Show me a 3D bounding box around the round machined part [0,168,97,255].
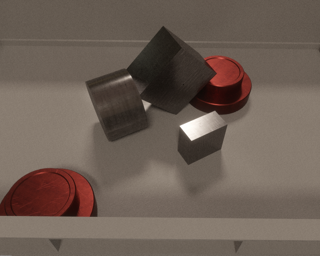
[{"bbox_3d":[-0.118,0.081,0.320,0.099,0.042,0.098,0,46,0],"label":"round machined part"}]

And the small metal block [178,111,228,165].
[{"bbox_3d":[0.051,0.013,0.379,0.050,0.050,0.025,-23,54,-19],"label":"small metal block"}]

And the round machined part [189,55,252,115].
[{"bbox_3d":[0.085,-0.069,0.453,0.099,0.042,0.098,0,50,0],"label":"round machined part"}]

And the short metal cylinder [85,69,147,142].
[{"bbox_3d":[-0.055,-0.029,0.391,0.050,0.080,0.080,-22,54,-13],"label":"short metal cylinder"}]

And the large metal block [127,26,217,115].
[{"bbox_3d":[0.014,-0.072,0.409,0.080,0.080,0.050,-46,52,20],"label":"large metal block"}]
